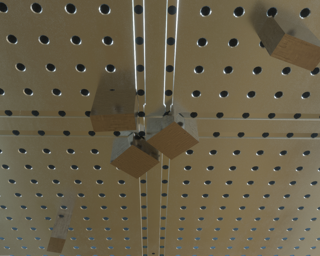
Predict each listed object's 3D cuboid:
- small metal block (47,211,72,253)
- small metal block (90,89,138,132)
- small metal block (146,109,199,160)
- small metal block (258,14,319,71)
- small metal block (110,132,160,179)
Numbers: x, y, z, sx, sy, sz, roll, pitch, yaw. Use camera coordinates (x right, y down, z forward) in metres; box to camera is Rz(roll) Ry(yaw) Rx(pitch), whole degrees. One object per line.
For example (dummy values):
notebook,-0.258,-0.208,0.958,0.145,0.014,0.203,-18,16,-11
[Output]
small metal block,-0.179,0.186,0.551,0.025,0.050,0.050,16,128,-14
small metal block,-0.054,-0.022,0.376,0.050,0.050,0.025,-3,130,2
small metal block,0.017,0.010,0.421,0.050,0.025,0.050,-36,122,26
small metal block,0.136,-0.089,0.322,0.050,0.050,0.025,15,128,-13
small metal block,-0.035,0.041,0.446,0.050,0.025,0.050,35,122,-26
